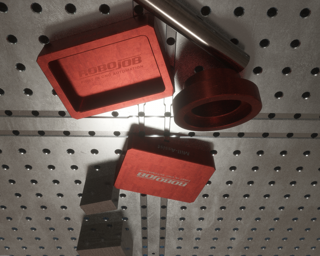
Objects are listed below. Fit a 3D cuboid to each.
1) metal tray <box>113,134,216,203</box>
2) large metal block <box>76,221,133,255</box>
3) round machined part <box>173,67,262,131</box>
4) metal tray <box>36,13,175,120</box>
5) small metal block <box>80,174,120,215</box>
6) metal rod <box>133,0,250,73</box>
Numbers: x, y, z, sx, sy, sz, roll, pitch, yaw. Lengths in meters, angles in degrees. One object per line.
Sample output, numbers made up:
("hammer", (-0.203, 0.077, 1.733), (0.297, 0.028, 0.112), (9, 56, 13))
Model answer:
("metal tray", (0.005, 0.064, 0.463), (0.131, 0.030, 0.089), (14, 129, -13))
("large metal block", (-0.101, 0.224, 0.584), (0.080, 0.050, 0.080), (-8, 130, 6))
("round machined part", (0.063, -0.034, 0.356), (0.099, 0.042, 0.098), (-5, 158, -2))
("metal tray", (-0.057, -0.065, 0.351), (0.131, 0.030, 0.090), (-13, 129, 10))
("small metal block", (-0.092, 0.103, 0.482), (0.050, 0.050, 0.025), (-13, 129, 10))
("metal rod", (-0.030, -0.139, 0.292), (0.301, 0.025, 0.025), (29, 124, -23))
